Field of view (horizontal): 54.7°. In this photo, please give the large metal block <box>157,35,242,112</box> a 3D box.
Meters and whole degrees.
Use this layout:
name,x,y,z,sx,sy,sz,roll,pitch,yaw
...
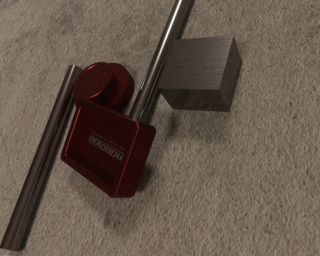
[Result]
name,x,y,z,sx,sy,sz,roll,pitch,yaw
large metal block,0.054,-0.069,0.401,0.080,0.050,0.080,5,64,30

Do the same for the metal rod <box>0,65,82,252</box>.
name,x,y,z,sx,sy,sz,roll,pitch,yaw
metal rod,-0.173,0.029,0.474,0.025,0.025,0.299,-3,60,26

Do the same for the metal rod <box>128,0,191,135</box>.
name,x,y,z,sx,sy,sz,roll,pitch,yaw
metal rod,-0.001,-0.097,0.462,0.025,0.025,0.300,6,64,30

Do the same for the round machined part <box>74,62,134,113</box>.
name,x,y,z,sx,sy,sz,roll,pitch,yaw
round machined part,-0.092,-0.063,0.478,0.098,0.042,0.098,-13,56,20

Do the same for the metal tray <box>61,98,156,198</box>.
name,x,y,z,sx,sy,sz,roll,pitch,yaw
metal tray,-0.071,0.021,0.393,0.130,0.030,0.089,22,95,42
